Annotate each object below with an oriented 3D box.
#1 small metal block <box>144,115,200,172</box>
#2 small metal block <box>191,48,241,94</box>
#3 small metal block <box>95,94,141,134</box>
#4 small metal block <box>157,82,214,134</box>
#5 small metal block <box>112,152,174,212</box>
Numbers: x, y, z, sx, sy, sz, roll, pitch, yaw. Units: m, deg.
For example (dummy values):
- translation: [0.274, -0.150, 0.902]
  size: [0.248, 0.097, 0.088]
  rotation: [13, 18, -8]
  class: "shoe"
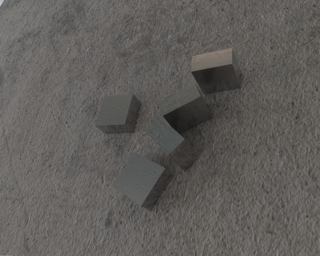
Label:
- translation: [0.014, 0.019, 0.369]
  size: [0.025, 0.050, 0.050]
  rotation: [-45, 51, -2]
  class: "small metal block"
- translation: [0.073, -0.071, 0.393]
  size: [0.050, 0.050, 0.025]
  rotation: [-7, 59, 24]
  class: "small metal block"
- translation: [-0.060, -0.020, 0.448]
  size: [0.050, 0.025, 0.050]
  rotation: [-2, 61, 27]
  class: "small metal block"
- translation: [0.032, -0.023, 0.385]
  size: [0.050, 0.050, 0.025]
  rotation: [-27, 53, 11]
  class: "small metal block"
- translation: [-0.021, 0.064, 0.375]
  size: [0.050, 0.025, 0.050]
  rotation: [24, 75, 36]
  class: "small metal block"
